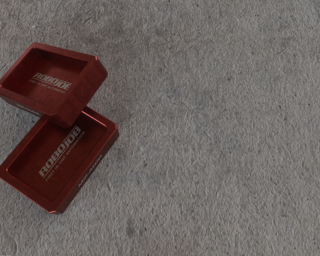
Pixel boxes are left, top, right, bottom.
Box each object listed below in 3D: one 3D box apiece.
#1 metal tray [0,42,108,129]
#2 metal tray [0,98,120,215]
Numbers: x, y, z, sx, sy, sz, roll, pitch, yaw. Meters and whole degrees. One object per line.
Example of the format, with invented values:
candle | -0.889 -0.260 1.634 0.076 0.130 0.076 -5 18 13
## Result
metal tray | -0.143 -0.060 0.399 0.130 0.030 0.090 20 68 31
metal tray | -0.125 0.030 0.393 0.090 0.030 0.130 31 73 10
